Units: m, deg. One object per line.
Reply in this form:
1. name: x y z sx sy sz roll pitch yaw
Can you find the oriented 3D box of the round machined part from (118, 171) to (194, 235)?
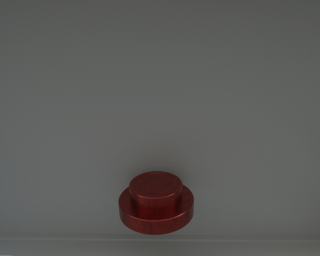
1. round machined part: -0.005 0.091 0.406 0.099 0.098 0.042 -1 110 0
